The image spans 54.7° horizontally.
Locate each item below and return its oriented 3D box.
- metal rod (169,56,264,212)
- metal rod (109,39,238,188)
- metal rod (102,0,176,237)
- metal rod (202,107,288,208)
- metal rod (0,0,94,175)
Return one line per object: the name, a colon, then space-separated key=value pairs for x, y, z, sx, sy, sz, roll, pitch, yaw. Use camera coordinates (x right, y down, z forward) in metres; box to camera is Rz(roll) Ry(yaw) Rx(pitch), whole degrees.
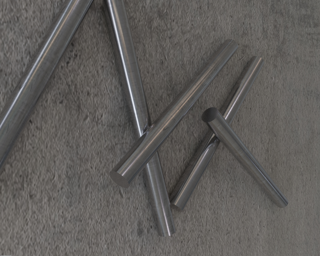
metal rod: x=0.096 y=-0.005 z=0.484 sx=0.025 sy=0.025 sz=0.301 roll=49 pitch=61 yaw=-29
metal rod: x=0.036 y=-0.039 z=0.411 sx=0.301 sy=0.025 sz=0.025 roll=-50 pitch=120 yaw=-36
metal rod: x=-0.023 y=-0.005 z=0.385 sx=0.025 sy=0.025 sz=0.298 roll=-21 pitch=103 yaw=-38
metal rod: x=0.152 y=0.063 z=0.511 sx=0.300 sy=0.025 sz=0.025 roll=44 pitch=64 yaw=-38
metal rod: x=-0.115 y=-0.062 z=0.307 sx=0.025 sy=0.025 sz=0.299 roll=34 pitch=69 yaw=-35
